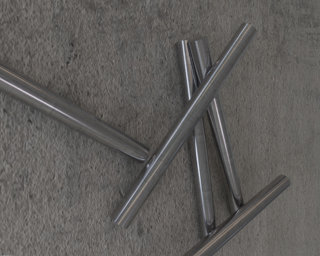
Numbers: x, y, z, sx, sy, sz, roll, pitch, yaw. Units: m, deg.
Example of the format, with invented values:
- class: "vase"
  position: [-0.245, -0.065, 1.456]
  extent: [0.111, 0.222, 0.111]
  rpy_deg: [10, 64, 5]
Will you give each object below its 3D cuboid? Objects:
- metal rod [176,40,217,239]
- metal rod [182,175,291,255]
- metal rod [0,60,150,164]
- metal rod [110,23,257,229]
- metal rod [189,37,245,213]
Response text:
- class: "metal rod"
  position: [0.055, 0.026, 0.450]
  extent: [0.025, 0.025, 0.298]
  rpy_deg: [-13, 99, -39]
- class: "metal rod"
  position: [0.108, 0.145, 0.460]
  extent: [0.302, 0.025, 0.025]
  rpy_deg: [-25, 106, -36]
- class: "metal rod"
  position: [-0.125, -0.034, 0.299]
  extent: [0.301, 0.025, 0.025]
  rpy_deg: [33, 70, -35]
- class: "metal rod"
  position: [0.035, -0.010, 0.390]
  extent: [0.025, 0.025, 0.300]
  rpy_deg: [41, 79, -33]
- class: "metal rod"
  position: [0.092, 0.015, 0.462]
  extent: [0.025, 0.025, 0.298]
  rpy_deg: [-33, 117, -35]
